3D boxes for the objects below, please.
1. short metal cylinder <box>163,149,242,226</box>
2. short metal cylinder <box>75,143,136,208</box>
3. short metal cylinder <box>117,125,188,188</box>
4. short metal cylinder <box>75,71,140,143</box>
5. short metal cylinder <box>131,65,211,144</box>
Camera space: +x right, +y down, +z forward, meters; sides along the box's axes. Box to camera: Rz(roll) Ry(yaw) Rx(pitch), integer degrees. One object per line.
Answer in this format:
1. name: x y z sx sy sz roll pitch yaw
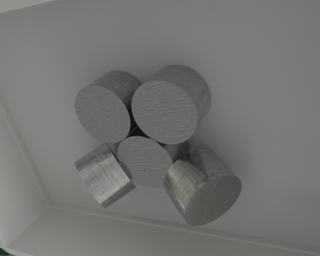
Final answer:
1. short metal cylinder: 0.052 0.072 0.379 0.050 0.081 0.079 51 143 46
2. short metal cylinder: -0.077 0.067 0.444 0.050 0.080 0.080 -33 104 -7
3. short metal cylinder: -0.009 0.033 0.412 0.080 0.050 0.079 13 124 20
4. short metal cylinder: -0.062 -0.028 0.403 0.080 0.050 0.079 13 124 20
5. short metal cylinder: 0.014 -0.028 0.365 0.080 0.050 0.079 13 124 20
